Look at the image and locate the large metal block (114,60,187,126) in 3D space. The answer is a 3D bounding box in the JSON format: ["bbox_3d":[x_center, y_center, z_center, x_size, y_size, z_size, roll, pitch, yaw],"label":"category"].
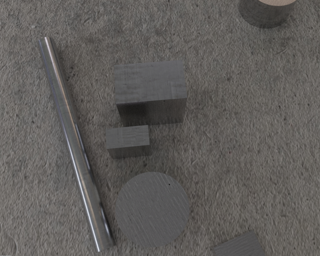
[{"bbox_3d":[-0.011,-0.040,0.394,0.081,0.080,0.050,-5,70,-2],"label":"large metal block"}]

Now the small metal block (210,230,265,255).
[{"bbox_3d":[0.092,0.151,0.354,0.050,0.025,0.050,-21,72,-8],"label":"small metal block"}]

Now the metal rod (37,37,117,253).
[{"bbox_3d":[-0.114,0.008,0.404,0.025,0.025,0.299,-19,71,-7],"label":"metal rod"}]

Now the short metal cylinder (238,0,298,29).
[{"bbox_3d":[0.165,-0.199,0.469,0.081,0.050,0.080,0,70,0],"label":"short metal cylinder"}]

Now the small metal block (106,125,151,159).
[{"bbox_3d":[-0.038,0.019,0.388,0.050,0.050,0.025,-5,70,-2],"label":"small metal block"}]

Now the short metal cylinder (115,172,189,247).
[{"bbox_3d":[-0.008,0.095,0.360,0.081,0.050,0.080,0,70,0],"label":"short metal cylinder"}]
